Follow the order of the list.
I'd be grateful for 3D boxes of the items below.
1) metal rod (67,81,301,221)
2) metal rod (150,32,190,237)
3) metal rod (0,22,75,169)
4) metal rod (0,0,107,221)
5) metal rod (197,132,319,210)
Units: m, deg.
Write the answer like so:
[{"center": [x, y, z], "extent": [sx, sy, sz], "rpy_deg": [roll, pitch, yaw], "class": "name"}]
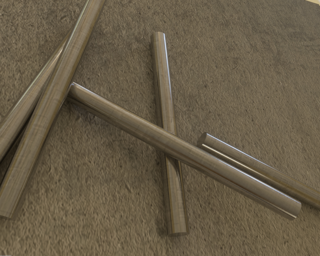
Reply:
[{"center": [0.024, 0.025, 0.366], "extent": [0.301, 0.025, 0.025], "rpy_deg": [28, 51, 3], "class": "metal rod"}, {"center": [0.009, -0.012, 0.415], "extent": [0.025, 0.025, 0.299], "rpy_deg": [9, 58, -24], "class": "metal rod"}, {"center": [-0.141, -0.039, 0.351], "extent": [0.025, 0.025, 0.300], "rpy_deg": [27, 52, -12], "class": "metal rod"}, {"center": [-0.113, -0.049, 0.348], "extent": [0.025, 0.025, 0.300], "rpy_deg": [21, 61, -16], "class": "metal rod"}, {"center": [0.189, 0.083, 0.453], "extent": [0.301, 0.025, 0.025], "rpy_deg": [27, 52, -11], "class": "metal rod"}]
